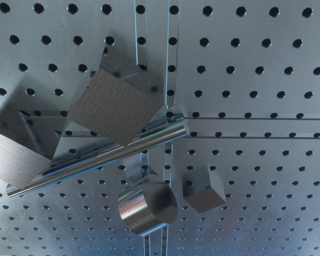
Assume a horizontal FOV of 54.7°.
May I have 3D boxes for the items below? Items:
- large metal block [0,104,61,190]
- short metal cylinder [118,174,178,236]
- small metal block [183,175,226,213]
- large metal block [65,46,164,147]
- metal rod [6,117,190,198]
[{"bbox_3d":[-0.195,0.028,0.417,0.080,0.050,0.080,35,122,-26],"label":"large metal block"},{"bbox_3d":[-0.018,0.118,0.475,0.050,0.080,0.080,-34,122,25],"label":"short metal cylinder"},{"bbox_3d":[0.072,0.108,0.505,0.050,0.025,0.050,-28,125,22],"label":"small metal block"},{"bbox_3d":[-0.052,-0.034,0.365,0.080,0.050,0.080,28,125,-22],"label":"large metal block"},{"bbox_3d":[-0.101,0.049,0.451,0.300,0.025,0.025,-21,127,16],"label":"metal rod"}]
